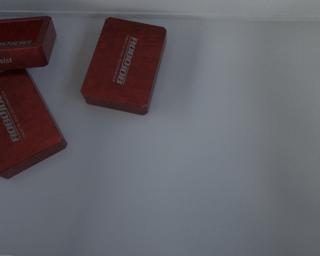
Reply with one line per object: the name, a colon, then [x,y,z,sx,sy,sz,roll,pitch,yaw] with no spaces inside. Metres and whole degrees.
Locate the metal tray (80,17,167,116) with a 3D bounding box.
metal tray: [-0.048,-0.089,0.439,0.090,0.030,0.130,12,70,4]

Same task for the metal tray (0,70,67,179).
metal tray: [-0.193,-0.011,0.409,0.090,0.030,0.130,-29,73,-11]

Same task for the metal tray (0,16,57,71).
metal tray: [-0.218,-0.117,0.427,0.131,0.030,0.090,-5,45,-3]
